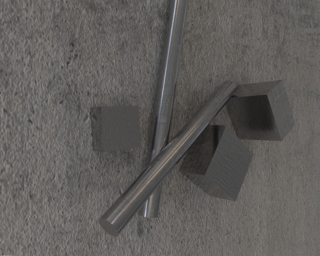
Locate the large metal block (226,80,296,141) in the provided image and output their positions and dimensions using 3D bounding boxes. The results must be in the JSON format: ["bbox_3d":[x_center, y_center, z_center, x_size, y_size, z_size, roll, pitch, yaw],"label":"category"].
[{"bbox_3d":[0.161,-0.027,0.503,0.050,0.080,0.080,-38,114,-33],"label":"large metal block"}]

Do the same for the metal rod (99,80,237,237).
[{"bbox_3d":[0.031,0.016,0.401,0.302,0.025,0.025,-45,118,-40],"label":"metal rod"}]

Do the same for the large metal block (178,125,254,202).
[{"bbox_3d":[0.085,0.051,0.460,0.080,0.050,0.080,42,65,-32],"label":"large metal block"}]

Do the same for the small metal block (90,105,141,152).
[{"bbox_3d":[-0.051,0.000,0.362,0.050,0.025,0.050,-5,94,-40],"label":"small metal block"}]

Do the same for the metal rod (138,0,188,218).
[{"bbox_3d":[0.006,-0.036,0.409,0.025,0.025,0.298,14,81,-39],"label":"metal rod"}]
